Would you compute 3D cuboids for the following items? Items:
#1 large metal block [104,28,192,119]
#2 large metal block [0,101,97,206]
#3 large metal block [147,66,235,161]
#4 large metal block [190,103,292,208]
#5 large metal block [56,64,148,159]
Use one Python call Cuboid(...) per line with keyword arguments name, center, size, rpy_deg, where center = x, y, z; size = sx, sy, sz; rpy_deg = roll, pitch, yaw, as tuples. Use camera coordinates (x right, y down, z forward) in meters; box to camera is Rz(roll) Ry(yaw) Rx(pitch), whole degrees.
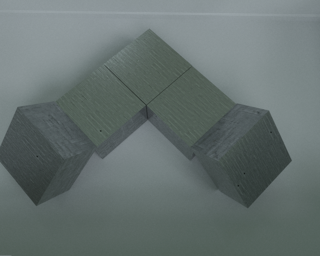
Cuboid(name="large metal block", center=(-0.015, -0.073, 0.421), size=(0.080, 0.050, 0.080), rpy_deg=(-42, 76, -14))
Cuboid(name="large metal block", center=(-0.133, 0.028, 0.360), size=(0.080, 0.050, 0.080), rpy_deg=(44, 118, 14))
Cuboid(name="large metal block", center=(0.041, -0.018, 0.401), size=(0.080, 0.050, 0.080), rpy_deg=(-42, 76, -14))
Cuboid(name="large metal block", center=(0.096, 0.030, 0.361), size=(0.080, 0.050, 0.080), rpy_deg=(-42, 119, -14))
Cuboid(name="large metal block", center=(-0.074, -0.020, 0.401), size=(0.080, 0.050, 0.080), rpy_deg=(-42, 76, -14))
